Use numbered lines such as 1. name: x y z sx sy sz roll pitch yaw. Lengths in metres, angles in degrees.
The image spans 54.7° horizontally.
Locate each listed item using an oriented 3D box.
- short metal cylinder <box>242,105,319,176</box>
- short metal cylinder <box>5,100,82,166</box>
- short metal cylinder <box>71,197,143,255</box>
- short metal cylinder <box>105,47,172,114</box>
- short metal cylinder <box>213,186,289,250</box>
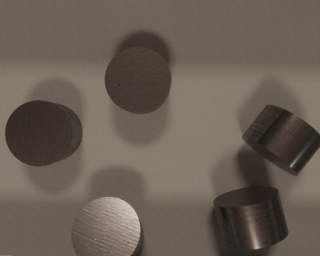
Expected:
1. short metal cylinder: 0.151 0.015 0.386 0.080 0.080 0.050 38 90 -1
2. short metal cylinder: -0.146 0.006 0.397 0.081 0.050 0.079 0 90 -1
3. short metal cylinder: -0.063 0.131 0.383 0.081 0.050 0.080 0 65 1
4. short metal cylinder: -0.026 -0.058 0.399 0.081 0.050 0.079 0 90 -1
5. short metal cylinder: 0.112 0.109 0.386 0.080 0.080 0.050 -14 90 0
